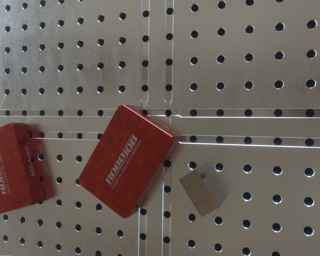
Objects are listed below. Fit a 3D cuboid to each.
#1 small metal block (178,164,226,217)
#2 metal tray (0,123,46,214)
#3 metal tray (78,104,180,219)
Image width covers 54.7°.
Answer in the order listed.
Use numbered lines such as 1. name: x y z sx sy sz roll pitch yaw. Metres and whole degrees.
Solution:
1. small metal block: 0.053 0.075 0.380 0.025 0.050 0.050 -35 79 16
2. metal tray: -0.242 0.065 0.493 0.090 0.030 0.129 -19 84 18
3. metal tray: -0.044 0.044 0.424 0.090 0.030 0.129 33 100 16
